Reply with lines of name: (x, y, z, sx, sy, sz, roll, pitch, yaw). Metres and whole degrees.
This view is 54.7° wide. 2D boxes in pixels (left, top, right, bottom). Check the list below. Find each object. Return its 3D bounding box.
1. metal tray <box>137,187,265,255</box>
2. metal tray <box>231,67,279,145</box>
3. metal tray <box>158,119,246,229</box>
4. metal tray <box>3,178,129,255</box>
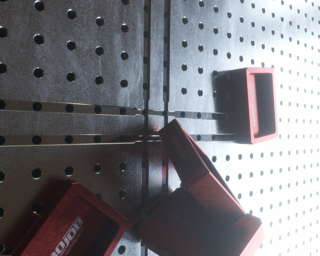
metal tray: (0.048, 0.129, 0.381, 0.091, 0.130, 0.030, -38, 125, -34)
metal tray: (0.171, -0.041, 0.552, 0.091, 0.030, 0.129, -9, 96, -40)
metal tray: (0.048, 0.051, 0.386, 0.030, 0.130, 0.090, -38, 118, 7)
metal tray: (-0.102, 0.130, 0.322, 0.090, 0.030, 0.130, 48, 61, -30)
